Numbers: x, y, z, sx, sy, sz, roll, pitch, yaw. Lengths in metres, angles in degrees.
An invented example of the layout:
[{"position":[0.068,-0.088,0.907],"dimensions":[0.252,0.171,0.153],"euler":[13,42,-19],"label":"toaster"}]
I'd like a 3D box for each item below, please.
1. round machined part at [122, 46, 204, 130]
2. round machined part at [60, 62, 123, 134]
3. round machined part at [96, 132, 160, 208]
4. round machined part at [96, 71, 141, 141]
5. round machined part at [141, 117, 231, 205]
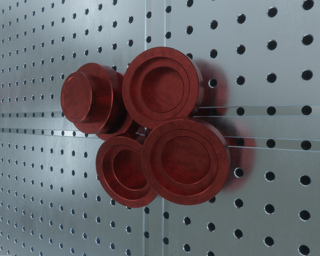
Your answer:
[{"position":[0.006,-0.046,0.379],"dimensions":[0.098,0.042,0.097],"euler":[1,91,23],"label":"round machined part"},{"position":[-0.098,-0.040,0.422],"dimensions":[0.098,0.042,0.097],"euler":[0,90,39],"label":"round machined part"},{"position":[-0.034,0.052,0.413],"dimensions":[0.098,0.042,0.097],"euler":[8,108,27],"label":"round machined part"},{"position":[-0.057,-0.030,0.442],"dimensions":[0.098,0.042,0.097],"euler":[0,90,39],"label":"round machined part"},{"position":[0.031,0.035,0.355],"dimensions":[0.098,0.042,0.097],"euler":[3,101,18],"label":"round machined part"}]
